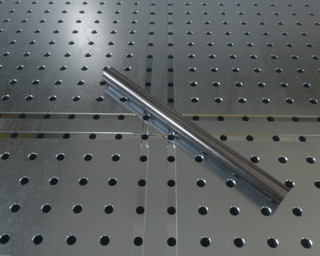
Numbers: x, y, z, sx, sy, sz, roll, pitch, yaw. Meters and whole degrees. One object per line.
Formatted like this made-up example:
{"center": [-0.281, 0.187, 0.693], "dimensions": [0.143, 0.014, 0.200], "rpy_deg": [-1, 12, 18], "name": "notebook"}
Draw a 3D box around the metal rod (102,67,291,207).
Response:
{"center": [0.030, -0.002, 0.409], "dimensions": [0.300, 0.025, 0.025], "rpy_deg": [36, 59, 26], "name": "metal rod"}
